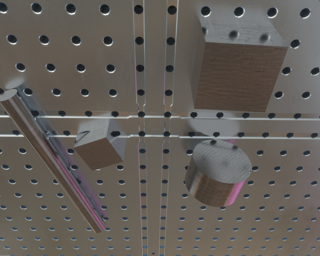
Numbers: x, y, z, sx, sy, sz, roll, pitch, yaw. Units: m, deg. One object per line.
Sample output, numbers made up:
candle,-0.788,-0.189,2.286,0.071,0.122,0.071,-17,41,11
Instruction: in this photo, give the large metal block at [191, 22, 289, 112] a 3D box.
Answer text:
large metal block,0.081,-0.066,0.341,0.081,0.050,0.079,3,130,-3

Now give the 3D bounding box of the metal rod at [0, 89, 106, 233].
metal rod,-0.148,0.070,0.468,0.025,0.025,0.299,-11,130,9

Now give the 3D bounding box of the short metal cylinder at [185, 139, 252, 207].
short metal cylinder,0.079,0.061,0.429,0.081,0.080,0.050,7,130,-6

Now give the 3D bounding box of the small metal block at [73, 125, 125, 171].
small metal block,-0.084,0.029,0.435,0.050,0.025,0.050,-18,128,14
